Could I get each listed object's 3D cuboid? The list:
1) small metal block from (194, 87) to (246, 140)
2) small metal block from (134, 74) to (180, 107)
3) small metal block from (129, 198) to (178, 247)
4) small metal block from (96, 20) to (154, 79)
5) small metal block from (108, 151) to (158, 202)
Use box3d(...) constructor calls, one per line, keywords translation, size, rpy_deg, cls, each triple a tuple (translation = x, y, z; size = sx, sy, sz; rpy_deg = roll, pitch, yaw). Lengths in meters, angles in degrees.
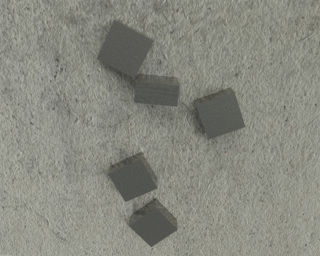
box3d(translation=(0.077, -0.019, 0.403), size=(0.050, 0.025, 0.050), rpy_deg=(-20, 109, 7), cls="small metal block")
box3d(translation=(-0.004, -0.047, 0.379), size=(0.050, 0.050, 0.025), rpy_deg=(5, 110, -2), cls="small metal block")
box3d(translation=(-0.010, 0.141, 0.462), size=(0.050, 0.025, 0.050), rpy_deg=(-38, 106, 12), cls="small metal block")
box3d(translation=(-0.041, -0.096, 0.374), size=(0.050, 0.025, 0.050), rpy_deg=(27, 108, -10), cls="small metal block")
box3d(translation=(-0.037, 0.068, 0.435), size=(0.050, 0.025, 0.050), rpy_deg=(-25, 108, 8), cls="small metal block")
